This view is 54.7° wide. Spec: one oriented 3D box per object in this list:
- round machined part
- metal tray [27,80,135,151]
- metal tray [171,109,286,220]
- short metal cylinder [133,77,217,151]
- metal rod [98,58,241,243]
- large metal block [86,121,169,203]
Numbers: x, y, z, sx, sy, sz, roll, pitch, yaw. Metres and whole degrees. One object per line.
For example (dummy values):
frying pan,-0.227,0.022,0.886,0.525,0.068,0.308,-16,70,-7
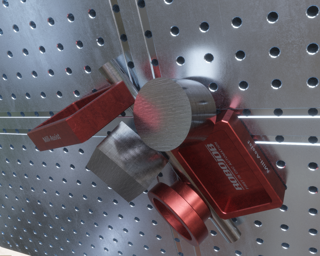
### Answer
round machined part,0.031,0.112,0.430,0.098,0.042,0.098,42,159,21
metal tray,-0.102,-0.013,0.392,0.130,0.090,0.030,-11,115,48
metal tray,0.084,0.051,0.390,0.090,0.030,0.130,-28,103,37
short metal cylinder,0.016,-0.016,0.353,0.080,0.050,0.079,5,97,39
metal rod,0.019,0.038,0.419,0.025,0.025,0.299,-28,103,37
large metal block,-0.047,0.049,0.422,0.080,0.050,0.080,41,147,0
